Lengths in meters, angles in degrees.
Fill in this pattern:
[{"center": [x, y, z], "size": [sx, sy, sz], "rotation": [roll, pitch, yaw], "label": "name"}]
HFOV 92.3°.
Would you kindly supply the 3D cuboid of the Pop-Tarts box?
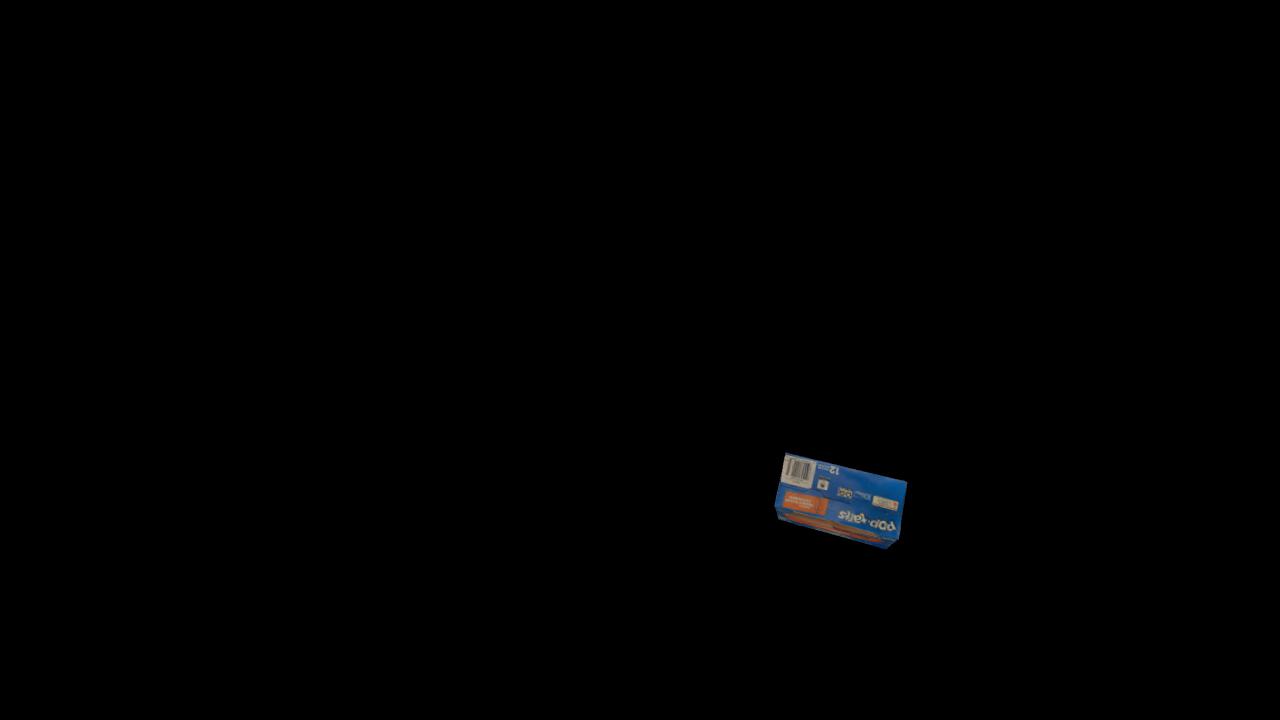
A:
[{"center": [0.289, 0.209, 0.902], "size": [0.167, 0.083, 0.141], "rotation": [12, -17, 19], "label": "Pop-Tarts box"}]
